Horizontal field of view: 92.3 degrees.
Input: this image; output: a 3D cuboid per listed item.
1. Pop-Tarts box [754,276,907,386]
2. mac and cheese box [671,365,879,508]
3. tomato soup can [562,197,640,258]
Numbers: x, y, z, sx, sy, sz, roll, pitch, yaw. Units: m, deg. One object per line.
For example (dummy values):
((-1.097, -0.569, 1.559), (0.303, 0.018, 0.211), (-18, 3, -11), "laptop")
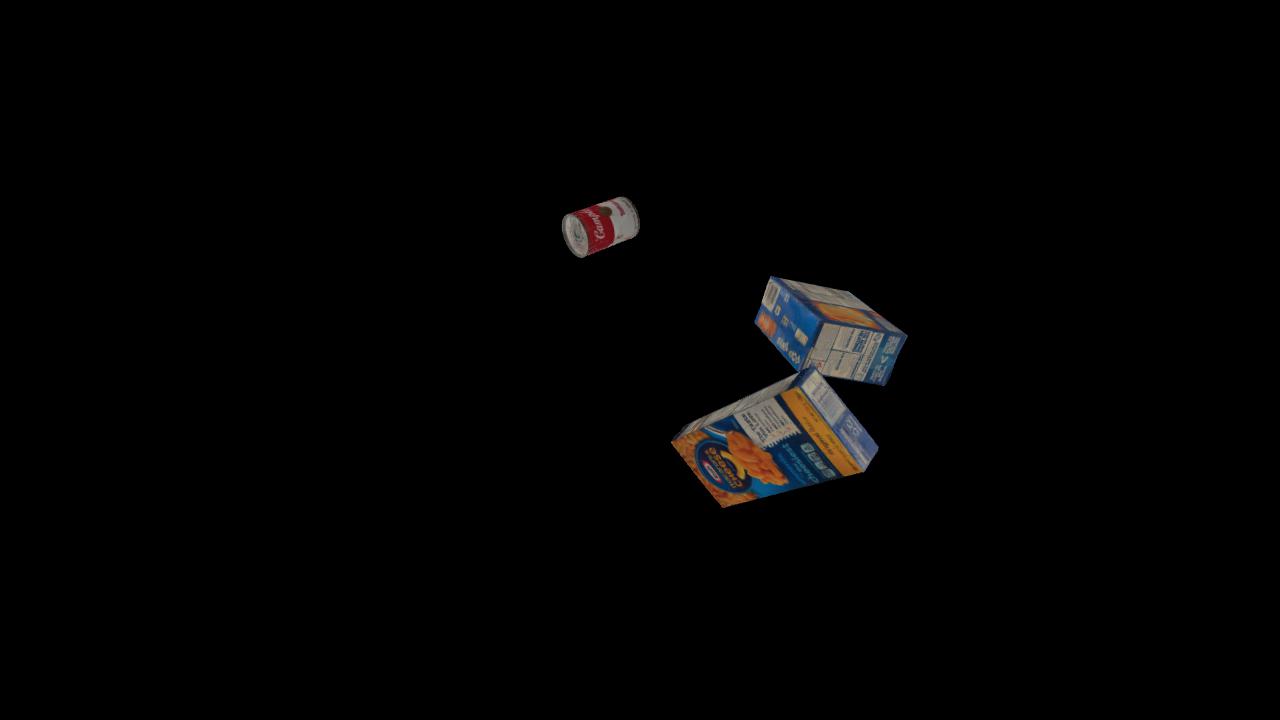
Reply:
((0.267, -0.045, 0.887), (0.141, 0.083, 0.167), (8, 26, -17), "Pop-Tarts box")
((0.116, 0.079, 0.573), (0.041, 0.093, 0.184), (-43, 5, -38), "mac and cheese box")
((-0.058, -0.202, 0.930), (0.101, 0.068, 0.068), (-27, 15, -30), "tomato soup can")
